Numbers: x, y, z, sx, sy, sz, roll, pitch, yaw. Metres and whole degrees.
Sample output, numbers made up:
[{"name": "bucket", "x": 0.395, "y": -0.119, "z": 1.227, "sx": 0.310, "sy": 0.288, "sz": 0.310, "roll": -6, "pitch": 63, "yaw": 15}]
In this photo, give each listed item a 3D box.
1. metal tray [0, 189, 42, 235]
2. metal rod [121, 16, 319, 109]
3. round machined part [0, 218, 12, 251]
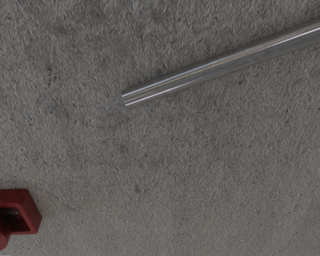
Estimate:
[{"name": "metal tray", "x": -0.279, "y": 0.144, "z": 0.523, "sx": 0.131, "sy": 0.030, "sz": 0.089, "roll": -2, "pitch": 130, "yaw": 1}, {"name": "metal rod", "x": 0.098, "y": -0.080, "z": 0.340, "sx": 0.301, "sy": 0.025, "sz": 0.025, "roll": -18, "pitch": 128, "yaw": 14}, {"name": "round machined part", "x": -0.302, "y": 0.182, "z": 0.508, "sx": 0.099, "sy": 0.042, "sz": 0.097, "roll": 0, "pitch": 130, "yaw": 0}]
